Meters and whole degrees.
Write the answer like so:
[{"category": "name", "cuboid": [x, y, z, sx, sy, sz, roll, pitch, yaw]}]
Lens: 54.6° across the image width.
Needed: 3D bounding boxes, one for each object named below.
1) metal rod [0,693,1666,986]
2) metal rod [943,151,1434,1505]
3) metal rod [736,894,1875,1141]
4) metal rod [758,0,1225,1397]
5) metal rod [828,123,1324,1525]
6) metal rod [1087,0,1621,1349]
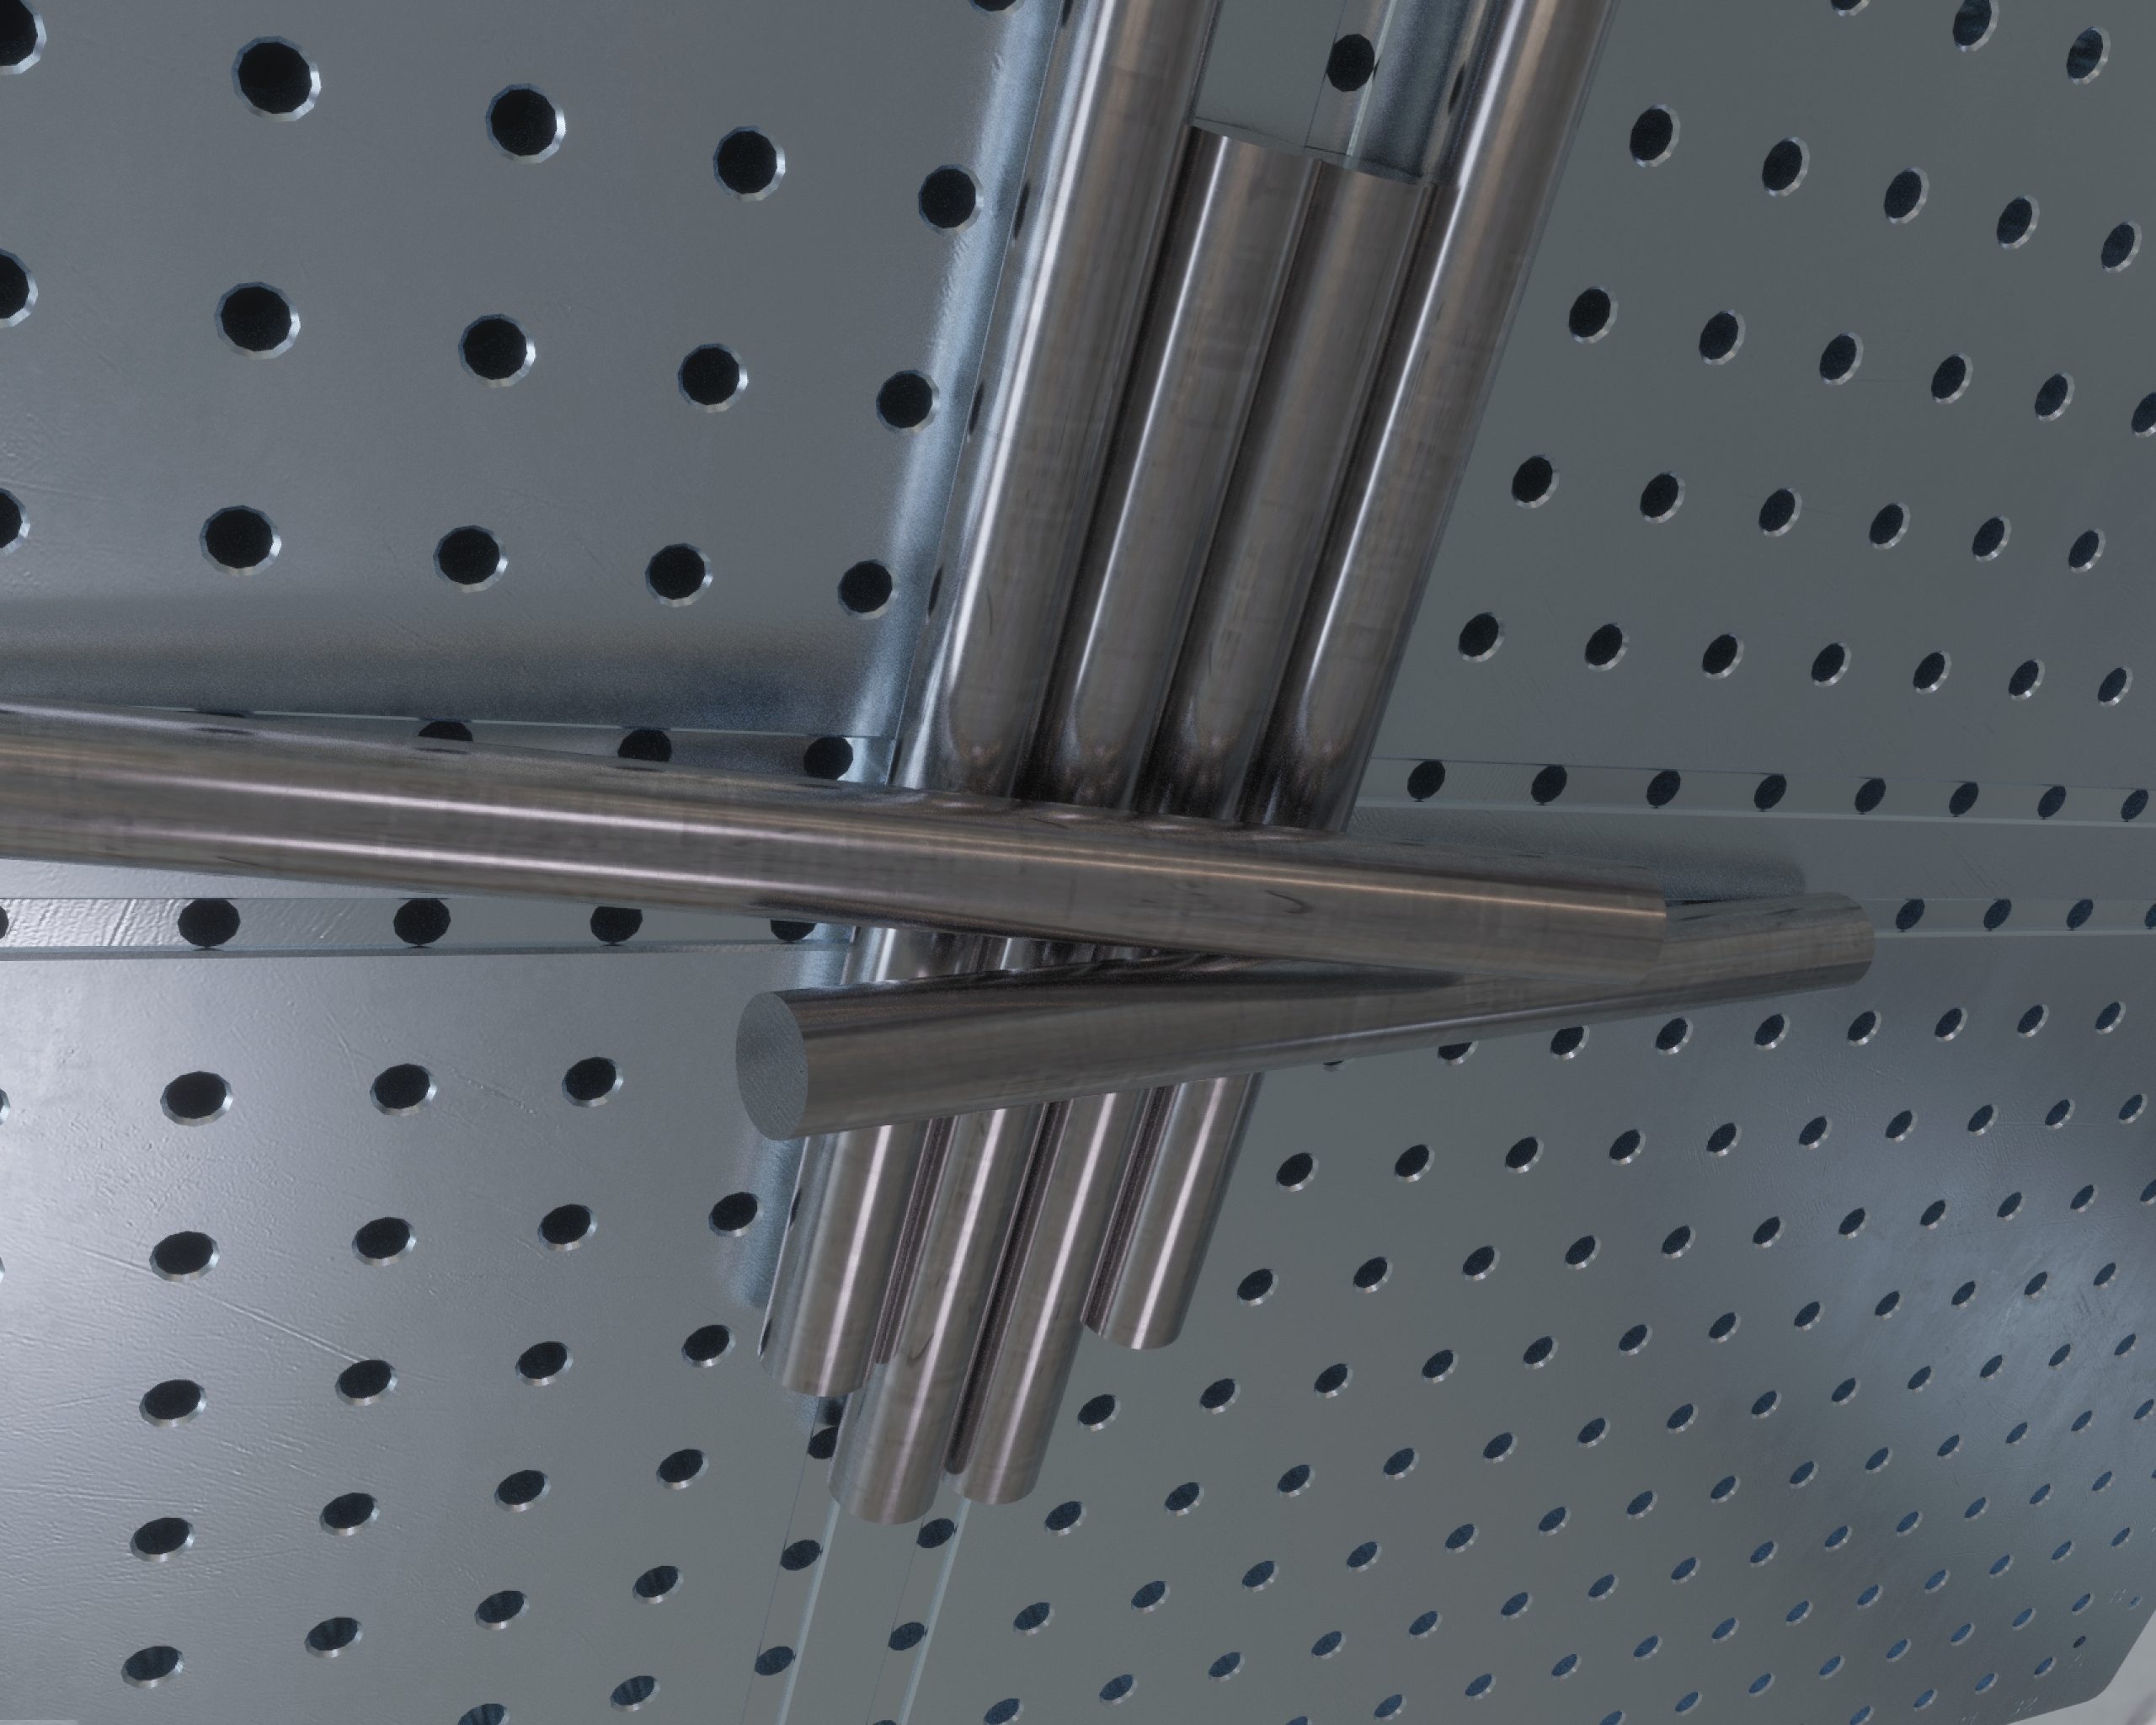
[{"category": "metal rod", "cuboid": [-0.031, -0.001, 0.363, 0.302, 0.025, 0.025, 5, 116, -21]}, {"category": "metal rod", "cuboid": [0.014, 0.010, 0.425, 0.025, 0.025, 0.298, 1, 118, -29]}, {"category": "metal rod", "cuboid": [0.070, 0.027, 0.438, 0.302, 0.025, 0.025, -3, 120, -37]}, {"category": "metal rod", "cuboid": [-0.020, -0.026, 0.383, 0.025, 0.025, 0.298, 1, 118, -29]}, {"category": "metal rod", "cuboid": [-0.008, 0.009, 0.411, 0.025, 0.025, 0.298, 1, 118, -29]}, {"category": "metal rod", "cuboid": [0.048, -0.028, 0.418, 0.025, 0.025, 0.298, 1, 118, -29]}]
